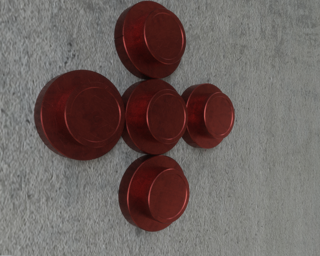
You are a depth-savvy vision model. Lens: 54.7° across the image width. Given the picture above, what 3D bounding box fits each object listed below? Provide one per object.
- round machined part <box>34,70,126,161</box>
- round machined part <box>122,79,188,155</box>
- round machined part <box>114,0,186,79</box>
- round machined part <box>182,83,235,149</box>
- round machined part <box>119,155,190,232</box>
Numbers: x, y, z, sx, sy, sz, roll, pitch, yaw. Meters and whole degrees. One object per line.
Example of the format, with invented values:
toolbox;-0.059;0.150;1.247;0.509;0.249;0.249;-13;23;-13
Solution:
round machined part;-0.078;-0.014;0.332;0.099;0.042;0.097;0;90;-40
round machined part;-0.002;-0.014;0.395;0.099;0.042;0.097;0;90;-40
round machined part;-0.005;-0.112;0.393;0.099;0.042;0.097;0;90;-40
round machined part;0.074;-0.018;0.459;0.099;0.042;0.097;0;90;-40
round machined part;0.000;0.084;0.397;0.099;0.042;0.097;0;90;-40
